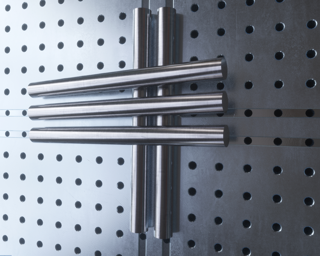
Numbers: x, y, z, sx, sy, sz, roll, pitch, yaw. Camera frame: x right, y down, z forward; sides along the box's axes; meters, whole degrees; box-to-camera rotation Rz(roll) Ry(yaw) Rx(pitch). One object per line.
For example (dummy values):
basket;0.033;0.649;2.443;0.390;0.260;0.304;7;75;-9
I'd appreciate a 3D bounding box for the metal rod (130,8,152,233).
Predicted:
metal rod;-0.026;-0.010;0.421;0.025;0.025;0.298;1;90;19

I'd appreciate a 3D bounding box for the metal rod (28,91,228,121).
metal rod;-0.061;-0.026;0.411;0.300;0.025;0.025;-1;90;27

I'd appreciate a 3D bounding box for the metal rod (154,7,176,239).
metal rod;0.007;-0.006;0.410;0.025;0.025;0.298;1;90;19

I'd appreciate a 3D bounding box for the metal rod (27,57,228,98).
metal rod;-0.062;-0.062;0.411;0.300;0.025;0.025;-2;90;27

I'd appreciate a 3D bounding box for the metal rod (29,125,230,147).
metal rod;-0.060;0.010;0.410;0.300;0.025;0.025;0;90;28
